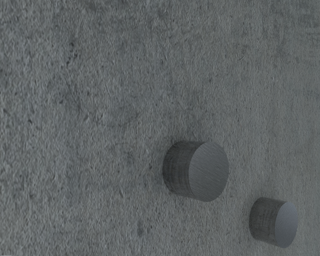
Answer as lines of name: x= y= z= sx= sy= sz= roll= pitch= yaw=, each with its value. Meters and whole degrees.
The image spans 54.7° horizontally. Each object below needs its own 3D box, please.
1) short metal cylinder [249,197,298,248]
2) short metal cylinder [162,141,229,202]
short metal cylinder: x=0.206 y=0.170 z=0.562 sx=0.081 sy=0.050 sz=0.080 roll=0 pitch=90 yaw=-40
short metal cylinder: x=0.050 y=0.058 z=0.431 sx=0.081 sy=0.050 sz=0.080 roll=0 pitch=90 yaw=-40
